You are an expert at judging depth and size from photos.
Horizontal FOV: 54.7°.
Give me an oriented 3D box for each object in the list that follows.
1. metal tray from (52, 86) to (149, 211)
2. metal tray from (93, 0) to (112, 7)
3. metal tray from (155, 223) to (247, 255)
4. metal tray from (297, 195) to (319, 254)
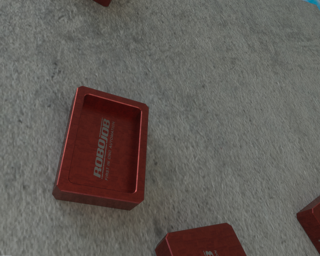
[{"bbox_3d":[-0.062,0.021,0.354,0.091,0.030,0.130,15,56,-20],"label":"metal tray"},{"bbox_3d":[-0.102,-0.265,0.508,0.090,0.030,0.130,26,52,-12],"label":"metal tray"},{"bbox_3d":[0.059,0.166,0.310,0.091,0.030,0.130,2,46,-31],"label":"metal tray"},{"bbox_3d":[0.267,0.163,0.447,0.091,0.030,0.130,-18,71,-35],"label":"metal tray"}]
